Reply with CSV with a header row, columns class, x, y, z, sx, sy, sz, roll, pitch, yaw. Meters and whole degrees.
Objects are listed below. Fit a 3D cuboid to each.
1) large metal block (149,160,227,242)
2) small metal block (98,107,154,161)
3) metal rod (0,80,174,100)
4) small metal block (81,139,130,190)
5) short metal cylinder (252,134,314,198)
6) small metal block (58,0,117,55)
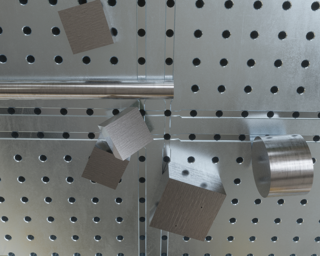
class,x,y,z,sx,sy,sz,roll,pitch,yaw
large metal block,0.036,0.103,0.439,0.080,0.050,0.079,18,109,-7
small metal block,-0.044,0.006,0.403,0.050,0.025,0.050,-34,110,-24
metal rod,-0.134,-0.048,0.393,0.302,0.025,0.025,0,110,-1
small metal block,-0.074,0.051,0.431,0.050,0.025,0.050,24,109,-9
short metal cylinder,0.156,0.049,0.404,0.050,0.080,0.079,-4,110,1
small metal block,-0.085,-0.120,0.368,0.050,0.025,0.050,-14,110,5
